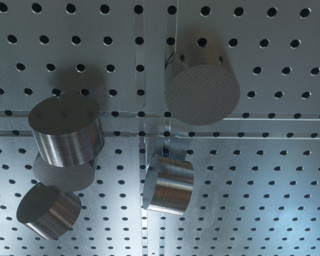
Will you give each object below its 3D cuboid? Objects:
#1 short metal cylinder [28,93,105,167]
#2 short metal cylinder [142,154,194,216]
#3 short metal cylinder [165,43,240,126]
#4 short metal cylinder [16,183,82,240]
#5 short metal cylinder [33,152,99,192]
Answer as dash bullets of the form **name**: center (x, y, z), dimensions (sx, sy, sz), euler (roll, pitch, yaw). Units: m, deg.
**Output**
- **short metal cylinder**: center (-0.110, 0.001, 0.375), dimensions (0.081, 0.080, 0.050), euler (-1, 130, 0)
- **short metal cylinder**: center (0.010, 0.082, 0.445), dimensions (0.050, 0.080, 0.079), euler (14, 129, -12)
- **short metal cylinder**: center (0.046, -0.049, 0.354), dimensions (0.081, 0.050, 0.079), euler (-1, 130, 0)
- **short metal cylinder**: center (-0.170, 0.124, 0.478), dimensions (0.080, 0.080, 0.050), euler (-21, 127, 16)
- **short metal cylinder**: center (-0.128, 0.044, 0.431), dimensions (0.081, 0.050, 0.079), euler (0, 130, 0)
